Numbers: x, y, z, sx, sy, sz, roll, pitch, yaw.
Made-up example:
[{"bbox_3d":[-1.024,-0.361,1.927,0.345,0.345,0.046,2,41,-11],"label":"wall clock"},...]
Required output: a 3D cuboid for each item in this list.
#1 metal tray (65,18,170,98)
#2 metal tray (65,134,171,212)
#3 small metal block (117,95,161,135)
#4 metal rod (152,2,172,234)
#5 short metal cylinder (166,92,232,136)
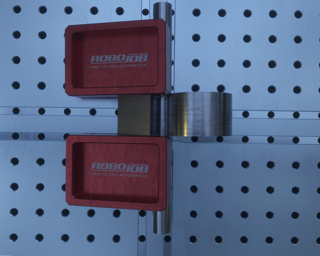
[{"bbox_3d":[-0.054,-0.085,0.393,0.131,0.030,0.089,0,90,12],"label":"metal tray"},{"bbox_3d":[-0.053,0.054,0.393,0.131,0.030,0.089,1,90,12],"label":"metal tray"},{"bbox_3d":[-0.027,-0.016,0.399,0.050,0.025,0.050,1,90,31],"label":"small metal block"},{"bbox_3d":[0.003,-0.013,0.409,0.025,0.025,0.298,0,90,0],"label":"metal rod"},{"bbox_3d":[0.048,-0.016,0.383,0.081,0.080,0.050,0,90,0],"label":"short metal cylinder"}]
